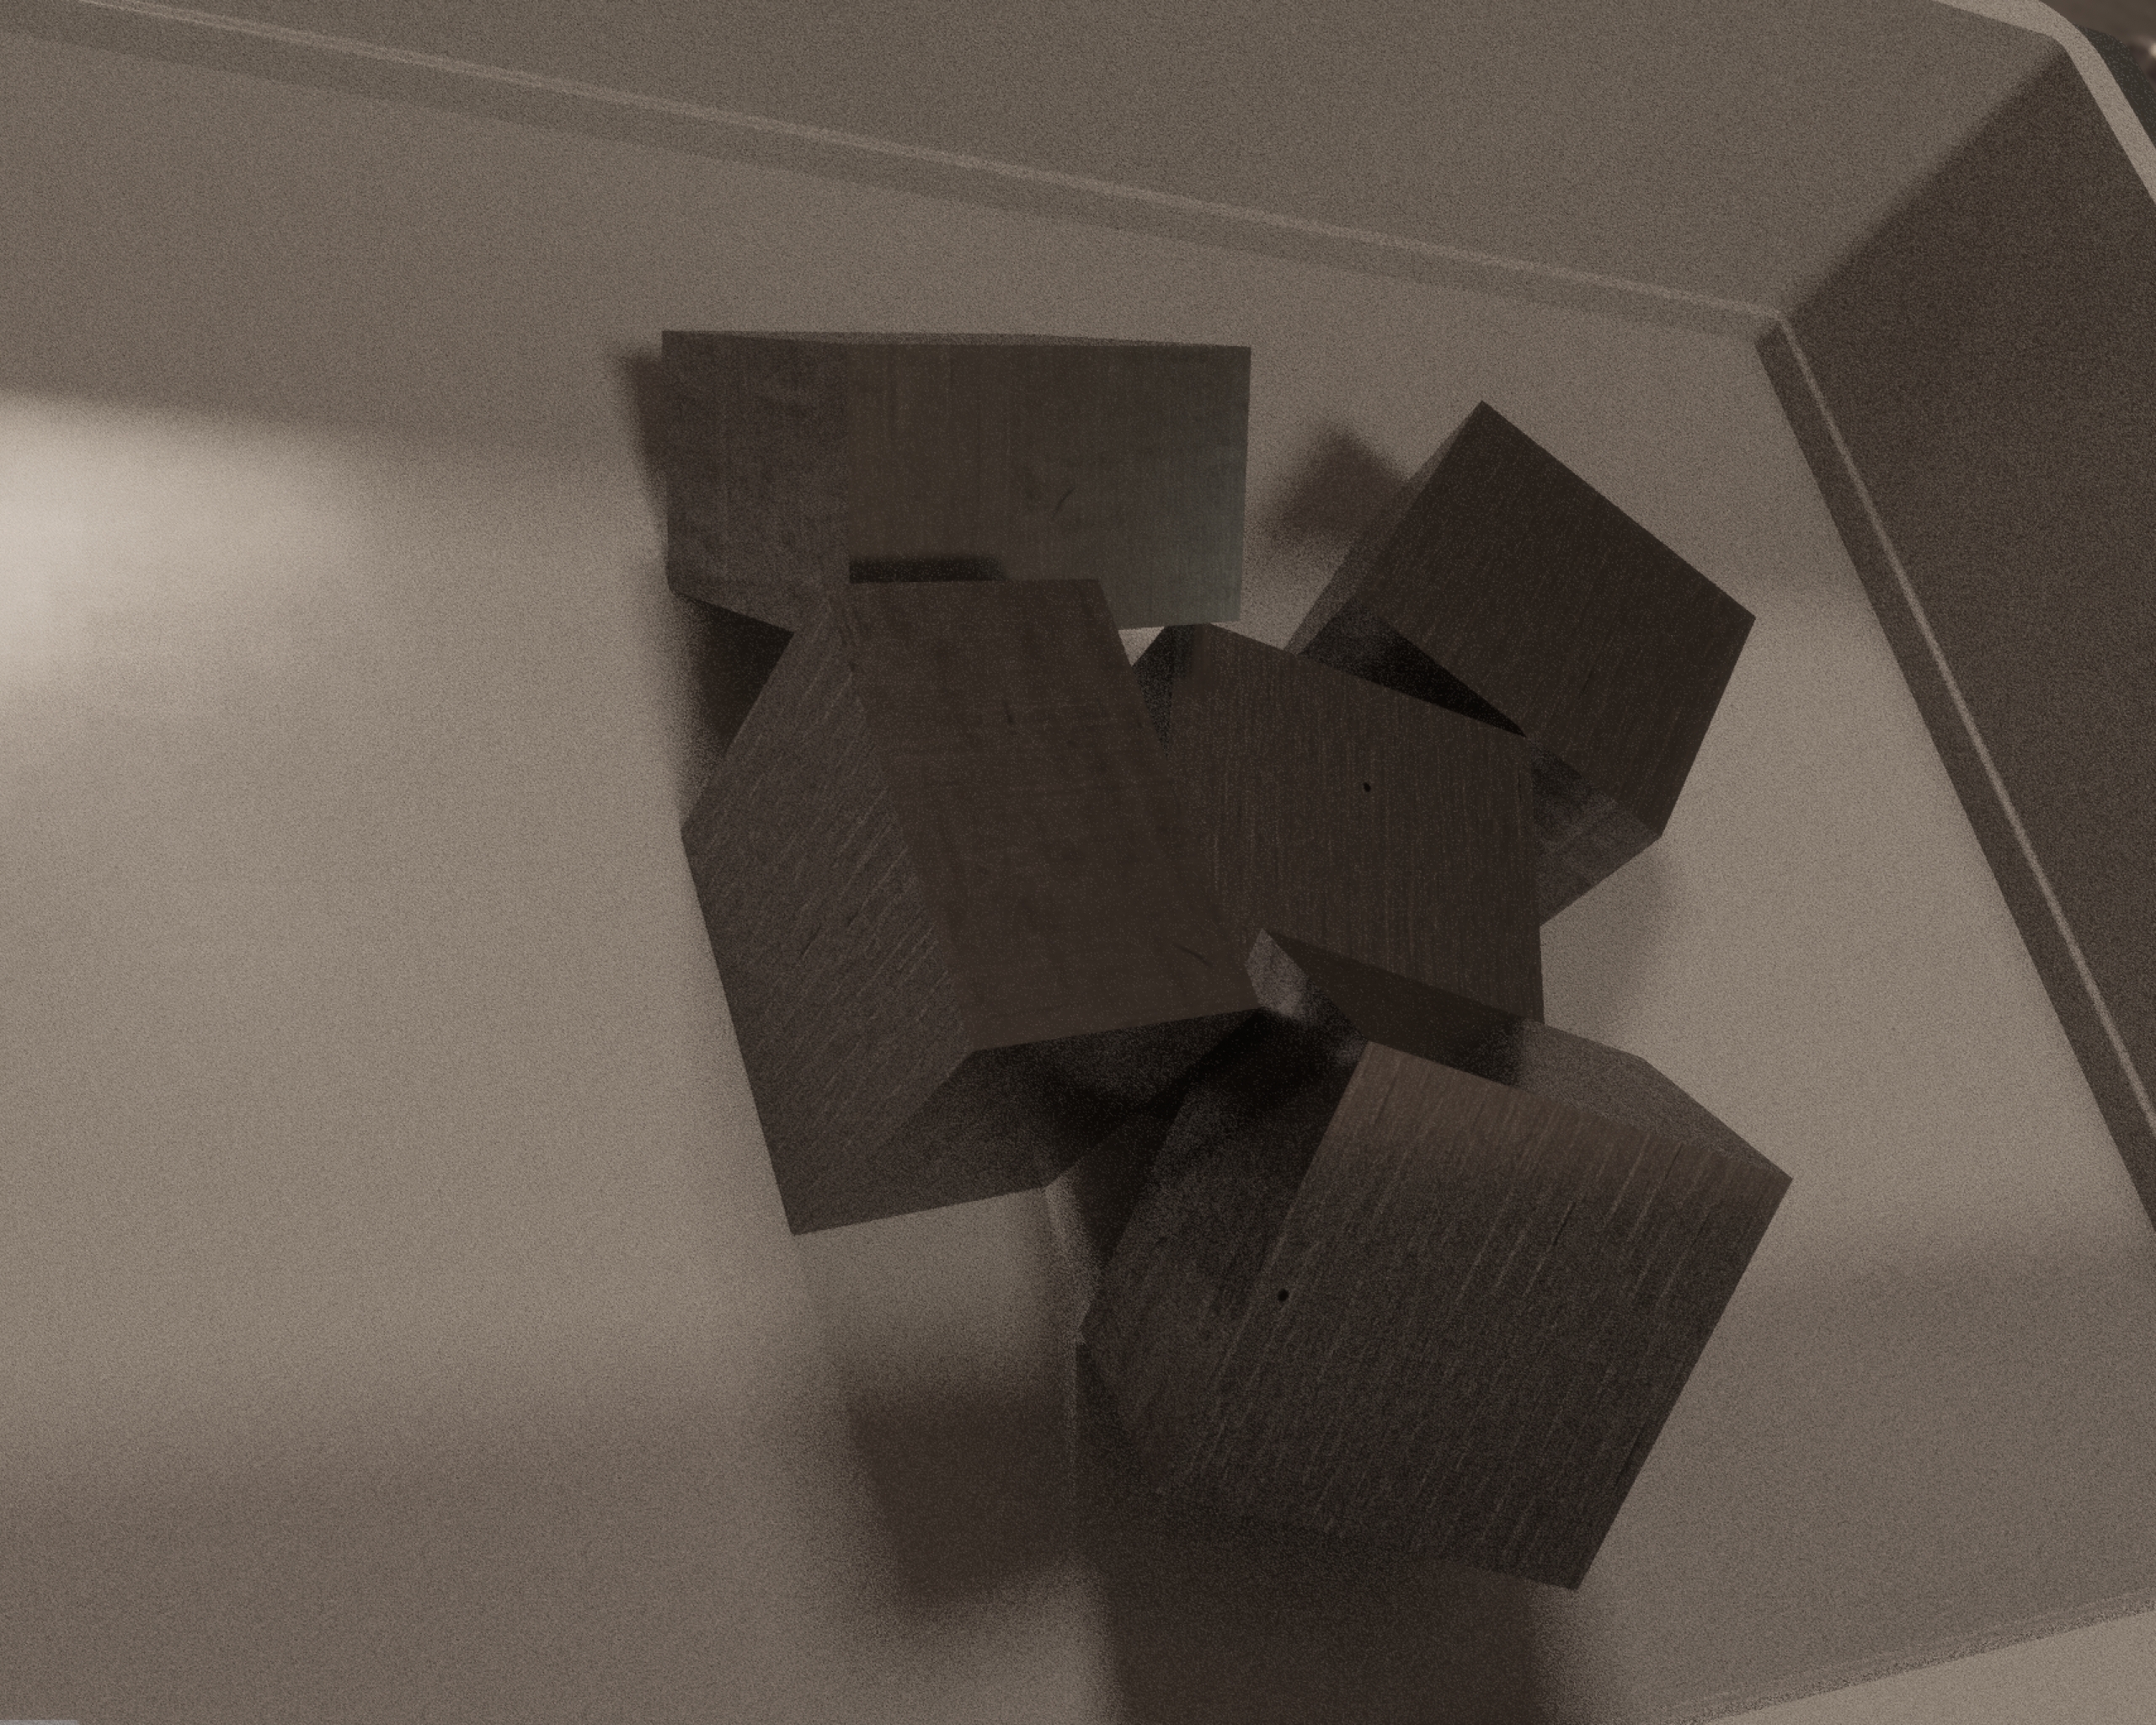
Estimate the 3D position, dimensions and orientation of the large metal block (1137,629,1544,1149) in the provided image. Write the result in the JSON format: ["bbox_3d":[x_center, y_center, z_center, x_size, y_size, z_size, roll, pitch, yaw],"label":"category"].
[{"bbox_3d":[0.042,0.008,0.408,0.081,0.050,0.080,18,55,-19],"label":"large metal block"}]

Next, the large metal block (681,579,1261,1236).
[{"bbox_3d":[-0.023,0.008,0.353,0.050,0.080,0.080,-6,65,-31],"label":"large metal block"}]

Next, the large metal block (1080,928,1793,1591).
[{"bbox_3d":[0.058,0.067,0.352,0.081,0.080,0.050,19,12,-19],"label":"large metal block"}]

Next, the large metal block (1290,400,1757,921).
[{"bbox_3d":[0.094,-0.043,0.467,0.080,0.050,0.080,38,51,-3],"label":"large metal block"}]

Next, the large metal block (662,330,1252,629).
[{"bbox_3d":[-0.025,-0.073,0.394,0.081,0.080,0.050,-8,108,-31],"label":"large metal block"}]
